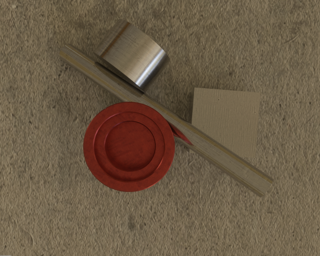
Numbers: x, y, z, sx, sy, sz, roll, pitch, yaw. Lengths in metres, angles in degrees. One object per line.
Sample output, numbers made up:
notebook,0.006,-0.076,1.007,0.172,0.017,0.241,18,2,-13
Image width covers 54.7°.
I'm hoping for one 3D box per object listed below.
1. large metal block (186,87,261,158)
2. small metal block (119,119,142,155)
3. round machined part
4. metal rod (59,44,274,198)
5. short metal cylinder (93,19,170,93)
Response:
large metal block,0.079,-0.007,0.400,0.081,0.050,0.079,4,90,-1
small metal block,-0.037,0.008,0.399,0.025,0.050,0.050,-2,90,0
round machined part,-0.033,0.020,0.353,0.099,0.042,0.097,0,91,-1
metal rod,-0.003,-0.017,0.374,0.300,0.025,0.025,35,90,14
short metal cylinder,-0.035,-0.087,0.383,0.080,0.080,0.050,37,90,-1
